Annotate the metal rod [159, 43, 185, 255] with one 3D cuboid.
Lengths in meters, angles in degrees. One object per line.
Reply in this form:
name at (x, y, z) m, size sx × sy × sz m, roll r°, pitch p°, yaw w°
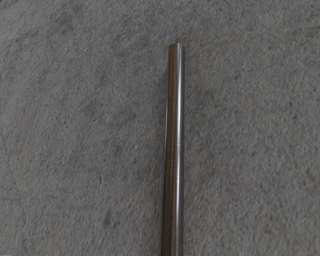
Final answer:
metal rod at (0.018, 0.011, 0.386) m, size 0.025 × 0.025 × 0.299 m, roll -11°, pitch 57°, yaw 22°
